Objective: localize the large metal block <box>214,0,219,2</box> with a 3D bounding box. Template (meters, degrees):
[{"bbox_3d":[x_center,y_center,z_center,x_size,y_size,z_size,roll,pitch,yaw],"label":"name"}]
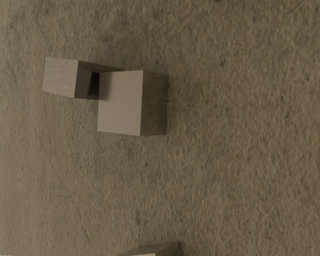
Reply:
[{"bbox_3d":[0.071,-0.198,0.329,0.080,0.050,0.080,-21,77,37],"label":"large metal block"}]

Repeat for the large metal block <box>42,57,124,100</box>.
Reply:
[{"bbox_3d":[-0.114,-0.072,0.461,0.080,0.081,0.050,14,99,39],"label":"large metal block"}]

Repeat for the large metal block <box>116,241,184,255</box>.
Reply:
[{"bbox_3d":[-0.009,0.196,0.394,0.080,0.050,0.080,-24,75,37],"label":"large metal block"}]

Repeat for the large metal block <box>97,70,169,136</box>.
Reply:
[{"bbox_3d":[-0.037,-0.033,0.417,0.080,0.050,0.079,5,93,39],"label":"large metal block"}]
